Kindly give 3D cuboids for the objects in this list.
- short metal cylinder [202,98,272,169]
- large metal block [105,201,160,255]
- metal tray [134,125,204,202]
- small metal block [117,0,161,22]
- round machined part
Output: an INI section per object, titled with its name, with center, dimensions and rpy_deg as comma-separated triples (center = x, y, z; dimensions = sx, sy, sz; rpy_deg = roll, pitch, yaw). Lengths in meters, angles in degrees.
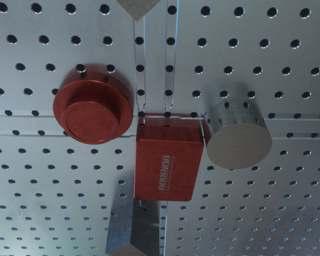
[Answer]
[short metal cylinder]
center = 0.098, 0.008, 0.404
dimensions = 0.081, 0.050, 0.079
rpy_deg = 0, 130, 0
[large metal block]
center = -0.044, 0.187, 0.534
dimensions = 0.050, 0.080, 0.080
rpy_deg = -27, 125, 21
[metal tray]
center = 0.009, 0.056, 0.457
dimensions = 0.091, 0.030, 0.129
rpy_deg = 3, 130, -3
[small metal block]
center = -0.011, -0.132, 0.283
dimensions = 0.050, 0.050, 0.025
rpy_deg = -34, 122, 25
[round machined part]
center = -0.083, -0.017, 0.385
dimensions = 0.099, 0.042, 0.097
rpy_deg = -1, 130, 0
